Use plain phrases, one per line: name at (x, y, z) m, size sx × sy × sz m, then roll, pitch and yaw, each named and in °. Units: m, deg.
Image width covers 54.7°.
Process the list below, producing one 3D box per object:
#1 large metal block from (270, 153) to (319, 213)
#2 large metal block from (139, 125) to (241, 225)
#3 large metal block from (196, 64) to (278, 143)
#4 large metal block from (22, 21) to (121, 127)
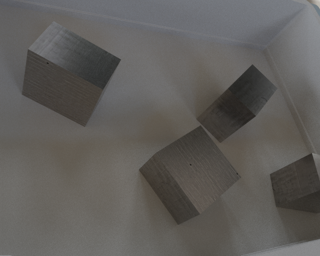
large metal block at (0.219, 0.081, 0.438) m, size 0.081 × 0.080 × 0.050 m, roll 14°, pitch 56°, yaw -21°
large metal block at (0.036, 0.055, 0.375) m, size 0.081 × 0.050 × 0.080 m, roll -29°, pitch 78°, yaw -37°
large metal block at (0.111, -0.035, 0.451) m, size 0.050 × 0.080 × 0.080 m, roll 46°, pitch 51°, yaw 3°
large metal block at (-0.102, -0.057, 0.350) m, size 0.080 × 0.080 × 0.050 m, roll 28°, pitch 52°, yaw -10°
